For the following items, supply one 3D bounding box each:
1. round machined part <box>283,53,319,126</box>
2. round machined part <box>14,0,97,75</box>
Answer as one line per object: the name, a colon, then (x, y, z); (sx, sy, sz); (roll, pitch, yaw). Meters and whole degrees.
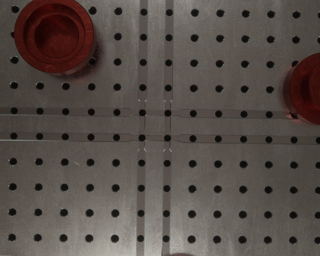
round machined part: (0.220, -0.052, 0.408); (0.099, 0.042, 0.097); (0, 90, -1)
round machined part: (-0.131, -0.117, 0.403); (0.099, 0.042, 0.097); (0, 90, -1)
